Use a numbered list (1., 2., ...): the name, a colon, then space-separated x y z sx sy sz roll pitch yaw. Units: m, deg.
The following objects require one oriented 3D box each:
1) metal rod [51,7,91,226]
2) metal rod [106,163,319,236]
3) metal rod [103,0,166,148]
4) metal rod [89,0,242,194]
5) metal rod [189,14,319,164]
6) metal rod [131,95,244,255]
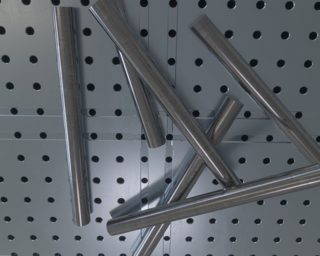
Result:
1. metal rod: -0.115 -0.001 0.412 0.025 0.025 0.298 1 110 0
2. metal rod: 0.054 0.101 0.408 0.300 0.025 0.025 -21 110 24
3. metal rod: -0.046 -0.113 0.371 0.025 0.025 0.299 -16 110 5
4. metal rod: 0.021 -0.021 0.377 0.025 0.025 0.300 -34 107 12
5. metal rod: 0.148 -0.026 0.404 0.025 0.025 0.300 -42 105 14
6. metal rod: 0.030 0.089 0.446 0.025 0.025 0.298 25 108 -9
